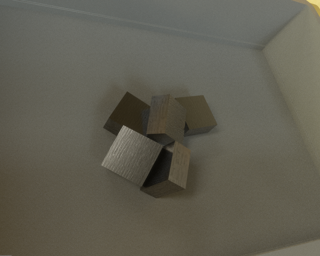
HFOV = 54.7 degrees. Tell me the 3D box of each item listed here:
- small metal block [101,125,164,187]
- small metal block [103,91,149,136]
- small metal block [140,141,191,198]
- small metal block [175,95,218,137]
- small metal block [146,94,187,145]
[{"bbox_3d":[-0.030,0.032,0.350,0.050,0.025,0.050,27,81,5],"label":"small metal block"},{"bbox_3d":[-0.035,-0.010,0.393,0.050,0.025,0.050,33,51,-7],"label":"small metal block"},{"bbox_3d":[0.007,0.049,0.360,0.025,0.050,0.050,33,50,-26],"label":"small metal block"},{"bbox_3d":[0.046,-0.017,0.441,0.050,0.025,0.050,-9,66,-32],"label":"small metal block"},{"bbox_3d":[0.010,-0.009,0.392,0.050,0.025,0.050,35,58,-55],"label":"small metal block"}]
